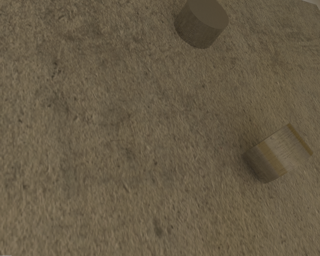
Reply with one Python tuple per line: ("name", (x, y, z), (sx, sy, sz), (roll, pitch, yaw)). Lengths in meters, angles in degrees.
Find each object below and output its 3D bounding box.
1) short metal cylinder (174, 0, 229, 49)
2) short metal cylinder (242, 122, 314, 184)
("short metal cylinder", (0.072, -0.187, 0.543), (0.081, 0.050, 0.080), (14, 56, -21))
("short metal cylinder", (0.165, 0.036, 0.438), (0.081, 0.080, 0.050), (-25, 76, -37))
